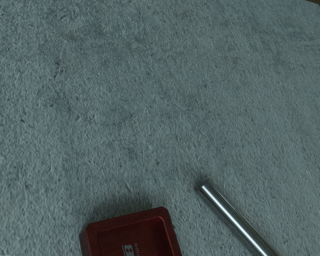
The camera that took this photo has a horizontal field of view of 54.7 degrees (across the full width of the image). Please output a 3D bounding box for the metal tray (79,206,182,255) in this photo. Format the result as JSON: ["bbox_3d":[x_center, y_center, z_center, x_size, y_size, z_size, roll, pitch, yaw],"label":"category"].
[{"bbox_3d":[-0.019,0.150,0.298,0.091,0.030,0.130,-5,64,-30],"label":"metal tray"}]

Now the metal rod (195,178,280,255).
[{"bbox_3d":[0.154,0.182,0.375,0.300,0.025,0.025,48,51,5],"label":"metal rod"}]
